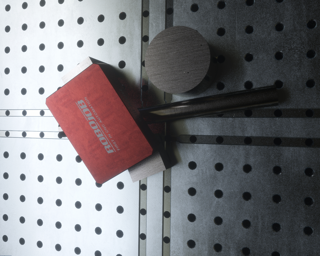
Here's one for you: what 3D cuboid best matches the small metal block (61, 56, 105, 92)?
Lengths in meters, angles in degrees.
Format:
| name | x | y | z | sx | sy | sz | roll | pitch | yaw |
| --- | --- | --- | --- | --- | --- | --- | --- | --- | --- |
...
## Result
| name | x | y | z | sx | sy | sz | roll | pitch | yaw |
| --- | --- | --- | --- | --- | --- | --- | --- | --- | --- |
| small metal block | -0.099 | -0.070 | 0.432 | 0.050 | 0.050 | 0.025 | -33 | 80 | 17 |

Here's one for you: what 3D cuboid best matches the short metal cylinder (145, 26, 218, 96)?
| name | x | y | z | sx | sy | sz | roll | pitch | yaw |
| --- | --- | --- | --- | --- | --- | --- | --- | --- | --- |
| short metal cylinder | 0.028 | -0.081 | 0.388 | 0.080 | 0.050 | 0.079 | 0 | 90 | 19 |

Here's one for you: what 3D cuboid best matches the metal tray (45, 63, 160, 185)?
| name | x | y | z | sx | sy | sz | roll | pitch | yaw |
| --- | --- | --- | --- | --- | --- | --- | --- | --- | --- |
| metal tray | -0.073 | -0.005 | 0.393 | 0.090 | 0.030 | 0.130 | -32 | 91 | 17 |

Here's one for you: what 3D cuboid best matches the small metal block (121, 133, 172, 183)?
| name | x | y | z | sx | sy | sz | roll | pitch | yaw |
| --- | --- | --- | --- | --- | --- | --- | --- | --- | --- |
| small metal block | -0.019 | 0.040 | 0.417 | 0.050 | 0.025 | 0.050 | -25 | 82 | 18 |

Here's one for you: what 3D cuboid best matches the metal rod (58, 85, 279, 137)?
| name | x | y | z | sx | sy | sz | roll | pitch | yaw |
| --- | --- | --- | --- | --- | --- | --- | --- | --- | --- |
| metal rod | -0.003 | -0.019 | 0.413 | 0.301 | 0.025 | 0.025 | -8 | 87 | 19 |
